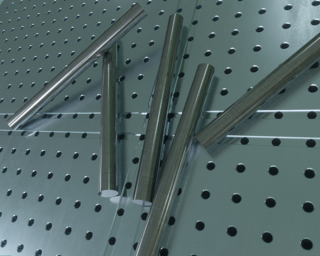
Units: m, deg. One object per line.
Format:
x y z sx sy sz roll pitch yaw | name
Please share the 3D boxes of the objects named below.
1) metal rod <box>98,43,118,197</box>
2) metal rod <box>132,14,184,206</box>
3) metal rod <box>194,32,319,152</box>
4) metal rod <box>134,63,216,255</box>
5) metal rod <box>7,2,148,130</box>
-0.077 -0.042 0.472 0.025 0.025 0.299 -18 55 18 | metal rod
0.003 -0.044 0.431 0.025 0.025 0.299 -4 60 26 | metal rod
0.164 -0.077 0.368 0.300 0.025 0.025 -39 51 1 | metal rod
0.016 0.050 0.367 0.025 0.025 0.300 6 65 30 | metal rod
-0.143 -0.097 0.516 0.300 0.025 0.025 -38 51 11 | metal rod
